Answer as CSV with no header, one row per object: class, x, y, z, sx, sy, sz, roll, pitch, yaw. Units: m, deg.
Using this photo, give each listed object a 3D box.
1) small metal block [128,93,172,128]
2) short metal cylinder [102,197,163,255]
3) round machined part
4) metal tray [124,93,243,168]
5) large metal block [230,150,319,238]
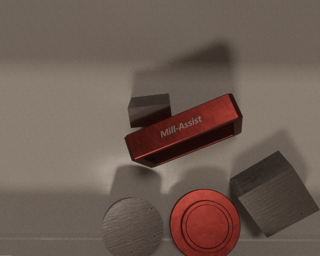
small metal block,-0.012,-0.023,0.389,0.050,0.050,0.025,-7,110,2
short metal cylinder,-0.040,0.137,0.429,0.081,0.050,0.080,2,78,-10
round machined part,0.063,0.134,0.429,0.099,0.042,0.098,0,78,0
metal tray,0.033,0.008,0.380,0.130,0.090,0.030,-22,73,7
large metal block,0.158,0.092,0.434,0.080,0.050,0.080,-34,107,11
